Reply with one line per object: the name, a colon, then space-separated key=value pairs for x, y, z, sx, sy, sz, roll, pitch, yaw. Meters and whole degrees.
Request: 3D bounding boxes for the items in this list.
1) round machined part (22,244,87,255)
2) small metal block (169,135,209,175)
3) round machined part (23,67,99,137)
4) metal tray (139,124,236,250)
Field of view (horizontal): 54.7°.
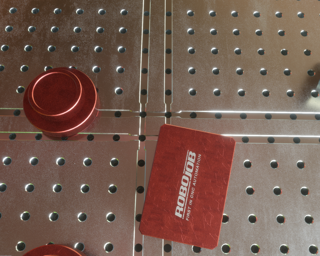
round machined part: x=-0.115 y=0.178 z=0.336 sx=0.099 sy=0.042 sz=0.098 roll=0 pitch=70 yaw=-1
small metal block: x=0.040 y=0.043 z=0.396 sx=0.050 sy=0.025 sz=0.050 roll=-32 pitch=74 yaw=-11
round machined part: x=-0.135 y=-0.040 z=0.416 sx=0.099 sy=0.042 sz=0.098 roll=0 pitch=70 yaw=-1
metal tray: x=0.033 y=0.067 z=0.370 sx=0.091 sy=0.030 sz=0.129 roll=12 pitch=82 yaw=2
